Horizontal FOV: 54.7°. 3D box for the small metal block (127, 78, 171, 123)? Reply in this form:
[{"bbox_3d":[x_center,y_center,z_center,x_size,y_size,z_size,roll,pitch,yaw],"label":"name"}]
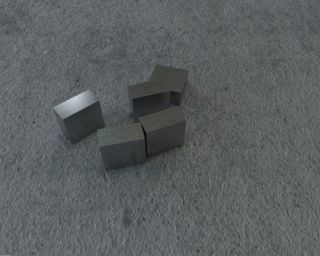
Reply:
[{"bbox_3d":[-0.014,-0.035,0.416,0.050,0.050,0.025,-14,52,-11],"label":"small metal block"}]

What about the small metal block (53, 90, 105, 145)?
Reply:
[{"bbox_3d":[-0.102,-0.014,0.397,0.050,0.050,0.025,-32,57,-24],"label":"small metal block"}]

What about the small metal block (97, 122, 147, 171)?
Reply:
[{"bbox_3d":[-0.044,0.023,0.367,0.050,0.050,0.025,-10,51,-8],"label":"small metal block"}]

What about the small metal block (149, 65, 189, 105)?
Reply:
[{"bbox_3d":[0.012,-0.064,0.457,0.050,0.025,0.050,12,51,10],"label":"small metal block"}]

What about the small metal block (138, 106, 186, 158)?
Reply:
[{"bbox_3d":[0.003,0.005,0.382,0.050,0.050,0.025,-18,52,-15],"label":"small metal block"}]
